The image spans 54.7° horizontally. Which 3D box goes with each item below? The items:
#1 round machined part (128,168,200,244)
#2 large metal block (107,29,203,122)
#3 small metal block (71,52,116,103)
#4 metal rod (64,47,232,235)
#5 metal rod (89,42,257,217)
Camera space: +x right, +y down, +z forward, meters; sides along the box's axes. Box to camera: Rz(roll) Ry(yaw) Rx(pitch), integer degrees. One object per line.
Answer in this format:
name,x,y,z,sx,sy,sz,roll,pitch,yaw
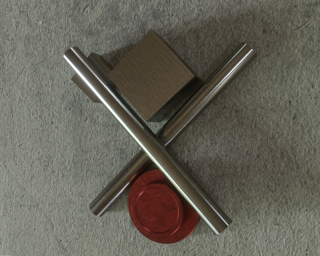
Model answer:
round machined part,0.003,0.101,0.399,0.098,0.042,0.097,0,90,19
large metal block,-0.005,-0.064,0.399,0.080,0.050,0.080,-43,77,14
small metal block,-0.089,-0.071,0.442,0.050,0.025,0.050,45,103,14
metal rod,-0.024,0.007,0.391,0.025,0.025,0.300,-45,77,14
metal rod,0.009,0.010,0.408,0.025,0.025,0.299,46,104,14
